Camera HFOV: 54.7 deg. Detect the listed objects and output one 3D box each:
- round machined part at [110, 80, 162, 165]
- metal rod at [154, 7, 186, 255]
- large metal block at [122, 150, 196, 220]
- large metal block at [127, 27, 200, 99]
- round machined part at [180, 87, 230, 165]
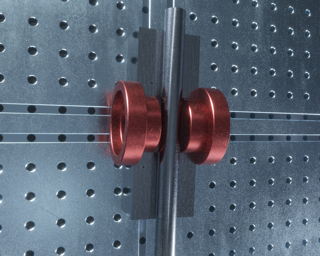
[{"bbox_3d":[-0.029,-0.005,0.362,0.042,0.098,0.097,2,90,-20],"label":"round machined part"},{"bbox_3d":[0.011,0.011,0.363,0.025,0.025,0.298,3,89,-20],"label":"metal rod"},{"bbox_3d":[-0.002,0.069,0.398,0.081,0.050,0.080,3,89,-20],"label":"large metal block"},{"bbox_3d":[0.003,-0.078,0.400,0.081,0.050,0.080,2,89,-20],"label":"large metal block"},{"bbox_3d":[0.047,-0.002,0.391,0.042,0.098,0.097,2,90,-15],"label":"round machined part"}]
